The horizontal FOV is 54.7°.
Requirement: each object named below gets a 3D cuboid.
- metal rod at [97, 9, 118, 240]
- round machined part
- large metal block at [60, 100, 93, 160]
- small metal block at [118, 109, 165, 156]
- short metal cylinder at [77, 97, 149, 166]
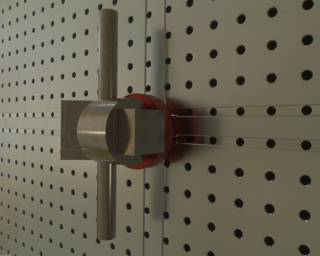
[{"bbox_3d":[-0.070,-0.004,0.410,0.025,0.025,0.298,1,91,39],"label":"metal rod"},{"bbox_3d":[-0.020,0.004,0.411,0.098,0.042,0.097,0,90,39],"label":"round machined part"},{"bbox_3d":[-0.108,0.002,0.452,0.050,0.080,0.079,1,91,-1],"label":"large metal block"},{"bbox_3d":[-0.020,0.004,0.353,0.025,0.050,0.050,2,91,40],"label":"small metal block"},{"bbox_3d":[-0.051,0.004,0.374,0.050,0.081,0.079,1,91,40],"label":"short metal cylinder"}]
